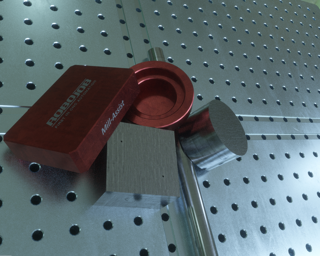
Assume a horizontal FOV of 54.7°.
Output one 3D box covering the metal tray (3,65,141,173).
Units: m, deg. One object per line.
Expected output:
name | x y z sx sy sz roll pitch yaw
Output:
metal tray | -0.089 -0.018 0.336 0.090 0.030 0.130 8 48 23

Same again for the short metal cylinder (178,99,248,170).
short metal cylinder | 0.070 0.009 0.407 0.080 0.050 0.080 31 43 -33

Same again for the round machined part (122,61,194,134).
round machined part | -0.007 -0.035 0.398 0.099 0.042 0.098 0 64 0

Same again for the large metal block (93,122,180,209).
large metal block | -0.028 0.044 0.350 0.081 0.050 0.080 10 58 -23

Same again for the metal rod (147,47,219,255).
metal rod | 0.023 0.016 0.411 0.025 0.025 0.299 1 61 -28
